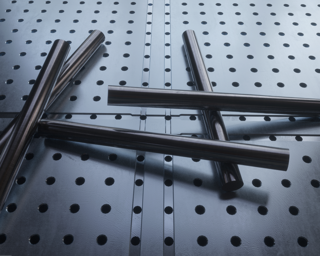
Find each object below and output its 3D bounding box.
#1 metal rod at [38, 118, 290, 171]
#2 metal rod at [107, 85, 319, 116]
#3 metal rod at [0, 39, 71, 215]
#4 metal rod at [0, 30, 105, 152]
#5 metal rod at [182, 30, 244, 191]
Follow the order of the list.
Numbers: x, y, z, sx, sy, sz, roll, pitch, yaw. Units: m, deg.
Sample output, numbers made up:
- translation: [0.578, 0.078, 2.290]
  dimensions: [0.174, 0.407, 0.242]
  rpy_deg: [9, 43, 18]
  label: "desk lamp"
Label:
- translation: [-0.007, 0.017, 0.371]
  dimensions: [0.301, 0.025, 0.025]
  rpy_deg: [7, 50, 13]
  label: "metal rod"
- translation: [0.085, -0.034, 0.405]
  dimensions: [0.302, 0.025, 0.025]
  rpy_deg: [2, 50, -11]
  label: "metal rod"
- translation: [-0.166, 0.001, 0.381]
  dimensions: [0.025, 0.025, 0.300]
  rpy_deg: [6, 57, 5]
  label: "metal rod"
- translation: [-0.159, -0.053, 0.449]
  dimensions: [0.025, 0.025, 0.301]
  rpy_deg: [16, 52, 12]
  label: "metal rod"
- translation: [0.067, -0.048, 0.448]
  dimensions: [0.025, 0.025, 0.300]
  rpy_deg: [-4, 50, -4]
  label: "metal rod"
